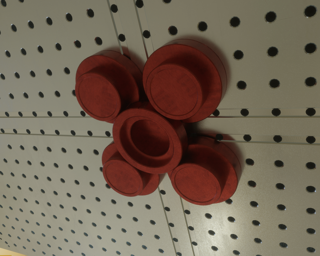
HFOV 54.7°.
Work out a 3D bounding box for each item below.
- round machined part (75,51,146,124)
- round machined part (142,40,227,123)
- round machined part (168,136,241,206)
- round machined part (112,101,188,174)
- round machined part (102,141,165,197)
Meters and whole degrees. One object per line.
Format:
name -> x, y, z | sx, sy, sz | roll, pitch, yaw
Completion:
round machined part -> -0.071, -0.047, 0.406 | 0.098, 0.042, 0.097 | 13, 124, 20
round machined part -> 0.023, -0.048, 0.357 | 0.098, 0.042, 0.097 | 13, 124, 20
round machined part -> 0.053, 0.063, 0.409 | 0.098, 0.042, 0.097 | 13, 124, 20
round machined part -> -0.009, 0.009, 0.407 | 0.098, 0.042, 0.097 | 13, 124, 20
round machined part -> -0.046, 0.064, 0.462 | 0.098, 0.042, 0.097 | 13, 124, 20
